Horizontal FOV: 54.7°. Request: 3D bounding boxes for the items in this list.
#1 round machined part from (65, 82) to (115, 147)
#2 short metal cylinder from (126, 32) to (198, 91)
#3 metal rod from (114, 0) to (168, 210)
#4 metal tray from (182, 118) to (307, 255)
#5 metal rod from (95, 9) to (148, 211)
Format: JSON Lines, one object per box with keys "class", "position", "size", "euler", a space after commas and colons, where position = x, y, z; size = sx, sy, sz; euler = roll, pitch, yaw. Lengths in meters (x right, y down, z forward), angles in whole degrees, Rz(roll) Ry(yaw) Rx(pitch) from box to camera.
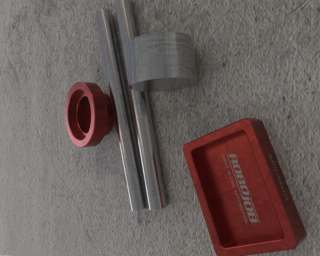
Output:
{"class": "round machined part", "position": [-0.105, -0.020, 0.473], "size": [0.098, 0.042, 0.097], "euler": [4, 95, 49]}
{"class": "short metal cylinder", "position": [0.002, -0.075, 0.367], "size": [0.080, 0.081, 0.050], "euler": [-7, 86, 40]}
{"class": "metal rod", "position": [-0.028, -0.040, 0.428], "size": [0.025, 0.025, 0.298], "euler": [-17, 80, 39]}
{"class": "metal tray", "position": [0.085, 0.064, 0.331], "size": [0.090, 0.030, 0.129], "euler": [-27, 73, 36]}
{"class": "metal rod", "position": [-0.057, -0.032, 0.452], "size": [0.025, 0.025, 0.299], "euler": [-19, 78, 38]}
